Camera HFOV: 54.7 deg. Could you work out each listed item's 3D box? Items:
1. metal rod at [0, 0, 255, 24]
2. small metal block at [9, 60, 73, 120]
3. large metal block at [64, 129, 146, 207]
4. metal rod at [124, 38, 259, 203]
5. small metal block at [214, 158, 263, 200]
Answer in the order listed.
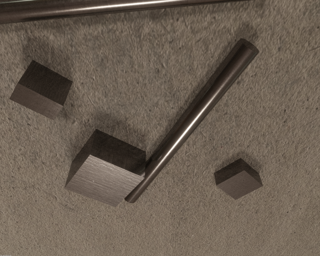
[{"bbox_3d":[-0.043,-0.124,0.300,0.302,0.025,0.025,-4,130,3],"label":"metal rod"},{"bbox_3d":[-0.133,-0.043,0.352,0.050,0.050,0.025,29,124,-23],"label":"small metal block"},{"bbox_3d":[-0.076,0.059,0.440,0.080,0.050,0.080,27,125,-22],"label":"large metal block"},{"bbox_3d":[0.024,0.011,0.416,0.025,0.025,0.298,23,126,-19],"label":"metal rod"},{"bbox_3d":[0.120,0.079,0.477,0.050,0.025,0.050,-36,122,26],"label":"small metal block"}]
